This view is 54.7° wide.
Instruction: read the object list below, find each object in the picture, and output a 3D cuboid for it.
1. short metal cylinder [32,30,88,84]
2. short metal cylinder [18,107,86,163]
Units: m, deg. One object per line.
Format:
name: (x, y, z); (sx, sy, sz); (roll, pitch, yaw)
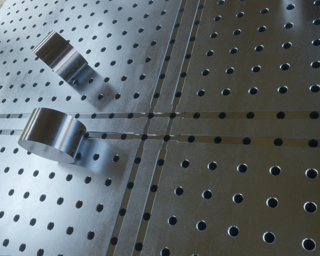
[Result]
short metal cylinder: (-0.173, -0.122, 0.539); (0.050, 0.080, 0.080); (-48, 51, -5)
short metal cylinder: (-0.154, 0.012, 0.446); (0.080, 0.080, 0.050); (1, 63, 29)
